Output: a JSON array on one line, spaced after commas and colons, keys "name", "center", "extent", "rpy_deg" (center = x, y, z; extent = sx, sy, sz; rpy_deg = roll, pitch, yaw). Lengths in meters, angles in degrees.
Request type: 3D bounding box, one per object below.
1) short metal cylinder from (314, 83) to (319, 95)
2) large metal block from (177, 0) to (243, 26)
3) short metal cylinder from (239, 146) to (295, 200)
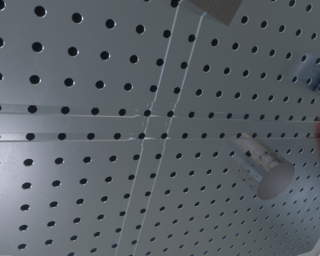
[{"name": "short metal cylinder", "center": [0.302, -0.062, 0.502], "extent": [0.081, 0.080, 0.050], "rpy_deg": [18, 109, -35]}, {"name": "large metal block", "center": [0.050, -0.165, 0.320], "extent": [0.081, 0.050, 0.080], "rpy_deg": [17, 110, -35]}, {"name": "short metal cylinder", "center": [0.188, 0.080, 0.546], "extent": [0.081, 0.050, 0.079], "rpy_deg": [-14, 124, -21]}]
